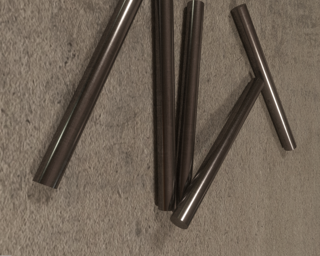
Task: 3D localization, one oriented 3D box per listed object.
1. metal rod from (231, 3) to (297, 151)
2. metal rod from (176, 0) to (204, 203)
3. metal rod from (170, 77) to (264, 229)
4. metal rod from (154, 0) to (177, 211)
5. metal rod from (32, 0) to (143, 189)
[{"bbox_3d":[0.198,-0.081,0.574,0.025,0.025,0.299,-44,117,-31],"label":"metal rod"},{"bbox_3d":[0.041,-0.031,0.440,0.025,0.025,0.298,7,85,-40],"label":"metal rod"},{"bbox_3d":[0.099,0.019,0.469,0.025,0.025,0.301,56,51,-26],"label":"metal rod"},{"bbox_3d":[0.007,-0.041,0.412,0.025,0.025,0.298,-2,91,-40],"label":"metal rod"},{"bbox_3d":[-0.064,-0.077,0.351,0.025,0.025,0.299,33,70,-36],"label":"metal rod"}]
